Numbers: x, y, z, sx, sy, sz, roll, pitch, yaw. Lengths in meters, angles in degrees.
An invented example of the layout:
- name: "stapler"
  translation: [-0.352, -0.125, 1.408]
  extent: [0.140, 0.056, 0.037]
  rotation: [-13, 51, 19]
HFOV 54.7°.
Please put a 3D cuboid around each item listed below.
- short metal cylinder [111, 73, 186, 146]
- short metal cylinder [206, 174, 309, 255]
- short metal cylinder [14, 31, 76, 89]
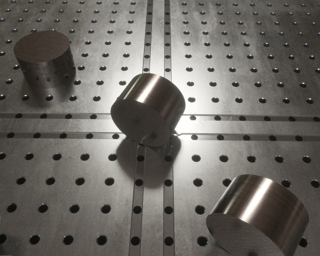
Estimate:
- name: "short metal cylinder"
  translation: [-0.014, -0.022, 0.390]
  extent: [0.080, 0.080, 0.050]
  rotation: [19, 53, 15]
- name: "short metal cylinder"
  translation: [0.092, 0.091, 0.297]
  extent: [0.080, 0.080, 0.050]
  rotation: [30, 56, 22]
- name: "short metal cylinder"
  translation: [-0.175, -0.106, 0.479]
  extent: [0.081, 0.050, 0.080]
  rotation: [0, 50, 0]
